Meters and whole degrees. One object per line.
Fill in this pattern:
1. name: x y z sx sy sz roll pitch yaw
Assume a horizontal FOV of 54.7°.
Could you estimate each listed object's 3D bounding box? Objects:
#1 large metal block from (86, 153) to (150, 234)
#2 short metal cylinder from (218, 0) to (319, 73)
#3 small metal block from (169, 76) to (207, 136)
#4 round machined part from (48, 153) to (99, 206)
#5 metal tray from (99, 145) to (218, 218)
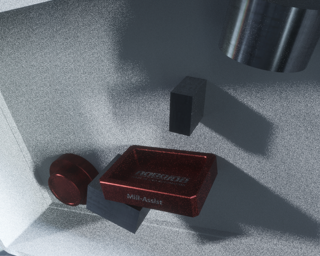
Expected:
1. large metal block: -0.050 0.093 0.455 0.080 0.080 0.050 23 127 14
2. short metal cylinder: 0.096 -0.088 0.268 0.080 0.080 0.050 21 126 15
3. small metal block: 0.033 -0.026 0.358 0.025 0.050 0.050 14 124 20
4. round machined part: -0.152 0.096 0.534 0.098 0.042 0.097 13 124 20
5. metal tray: 0.000 0.063 0.404 0.130 0.090 0.030 5 120 25
